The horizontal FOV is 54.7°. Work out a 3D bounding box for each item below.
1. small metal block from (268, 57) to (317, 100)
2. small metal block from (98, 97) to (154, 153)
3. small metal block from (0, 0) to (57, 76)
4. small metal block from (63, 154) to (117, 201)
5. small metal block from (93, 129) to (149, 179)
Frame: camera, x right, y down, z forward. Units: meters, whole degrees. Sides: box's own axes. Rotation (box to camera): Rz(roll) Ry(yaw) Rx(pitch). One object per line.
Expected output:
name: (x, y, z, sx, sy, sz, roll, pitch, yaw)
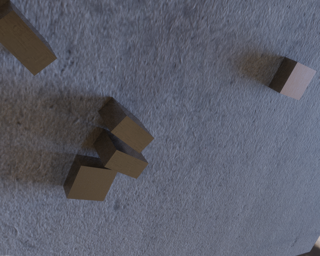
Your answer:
small metal block: (0.203, -0.075, 0.474, 0.050, 0.025, 0.050, 11, 113, -34)
small metal block: (-0.040, -0.004, 0.368, 0.025, 0.050, 0.050, -46, 130, 3)
small metal block: (-0.122, -0.080, 0.274, 0.025, 0.050, 0.050, -39, 130, -2)
small metal block: (-0.090, 0.065, 0.399, 0.050, 0.025, 0.050, 14, 111, -35)
small metal block: (-0.049, 0.032, 0.385, 0.050, 0.050, 0.025, 29, 102, -38)
